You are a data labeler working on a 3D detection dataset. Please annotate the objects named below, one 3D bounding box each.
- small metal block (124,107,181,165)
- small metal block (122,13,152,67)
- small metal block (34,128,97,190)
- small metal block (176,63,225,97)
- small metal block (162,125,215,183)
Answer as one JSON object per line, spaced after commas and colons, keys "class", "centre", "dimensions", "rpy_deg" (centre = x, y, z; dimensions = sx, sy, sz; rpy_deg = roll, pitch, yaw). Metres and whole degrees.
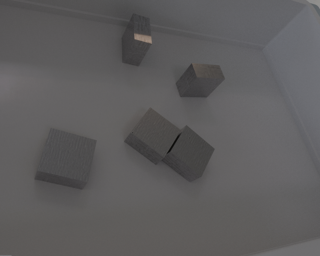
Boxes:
{"class": "small metal block", "centre": [-0.009, 0.010, 0.395], "dimensions": [0.050, 0.025, 0.050], "rpy_deg": [37, 51, -3]}
{"class": "small metal block", "centre": [-0.035, -0.126, 0.448], "dimensions": [0.025, 0.050, 0.050], "rpy_deg": [9, 58, -24]}
{"class": "small metal block", "centre": [-0.100, 0.033, 0.331], "dimensions": [0.050, 0.025, 0.050], "rpy_deg": [17, 55, -18]}
{"class": "small metal block", "centre": [0.060, -0.070, 0.464], "dimensions": [0.050, 0.050, 0.025], "rpy_deg": [-2, 63, -29]}
{"class": "small metal block", "centre": [0.037, 0.033, 0.402], "dimensions": [0.050, 0.025, 0.050], "rpy_deg": [40, 51, -7]}
